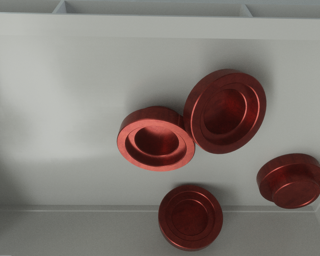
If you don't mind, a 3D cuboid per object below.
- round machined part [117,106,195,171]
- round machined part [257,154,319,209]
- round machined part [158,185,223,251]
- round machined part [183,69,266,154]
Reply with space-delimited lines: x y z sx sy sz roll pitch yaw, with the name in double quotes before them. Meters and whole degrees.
"round machined part" -0.003 0.010 0.401 0.099 0.042 0.097 4 134 4
"round machined part" 0.203 0.088 0.476 0.099 0.042 0.097 -1 130 0
"round machined part" 0.046 0.143 0.488 0.099 0.098 0.042 1 148 -1
"round machined part" 0.071 -0.022 0.364 0.099 0.042 0.097 -9 116 -19
